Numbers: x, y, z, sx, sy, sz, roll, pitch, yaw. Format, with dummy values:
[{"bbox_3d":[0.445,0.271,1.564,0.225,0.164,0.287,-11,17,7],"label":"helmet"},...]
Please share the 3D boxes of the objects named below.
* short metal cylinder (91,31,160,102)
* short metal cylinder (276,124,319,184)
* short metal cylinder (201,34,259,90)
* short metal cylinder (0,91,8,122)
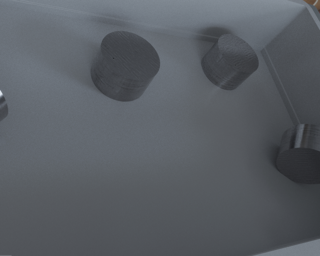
[{"bbox_3d":[-0.047,-0.082,0.416,0.081,0.050,0.080,14,56,-21],"label":"short metal cylinder"},{"bbox_3d":[0.223,0.040,0.469,0.080,0.080,0.050,35,51,-6],"label":"short metal cylinder"},{"bbox_3d":[0.118,-0.111,0.523,0.081,0.050,0.080,14,56,-21],"label":"short metal cylinder"},{"bbox_3d":[-0.191,-0.024,0.283,0.080,0.080,0.050,38,51,-3],"label":"short metal cylinder"}]
